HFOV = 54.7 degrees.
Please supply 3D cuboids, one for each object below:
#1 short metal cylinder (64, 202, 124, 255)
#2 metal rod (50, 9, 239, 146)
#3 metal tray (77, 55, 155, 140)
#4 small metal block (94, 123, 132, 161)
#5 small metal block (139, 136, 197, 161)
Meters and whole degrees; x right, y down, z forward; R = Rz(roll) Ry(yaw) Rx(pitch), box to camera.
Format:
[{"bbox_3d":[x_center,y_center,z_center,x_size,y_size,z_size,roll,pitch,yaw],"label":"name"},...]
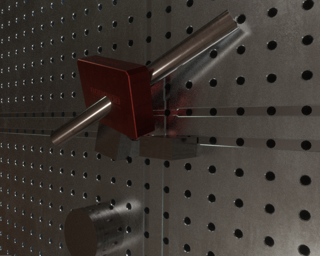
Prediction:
[{"bbox_3d":[-0.102,0.159,0.474,0.080,0.050,0.079,0,90,39],"label":"short metal cylinder"},{"bbox_3d":[-0.037,-0.052,0.404,0.300,0.025,0.025,-30,71,24],"label":"metal rod"},{"bbox_3d":[-0.063,-0.046,0.423,0.130,0.030,0.089,23,127,46],"label":"metal tray"},{"bbox_3d":[-0.069,0.017,0.464,0.050,0.025,0.050,18,102,38],"label":"small metal block"},{"bbox_3d":[0.010,0.023,0.383,0.050,0.050,0.025,3,92,39],"label":"small metal block"}]
